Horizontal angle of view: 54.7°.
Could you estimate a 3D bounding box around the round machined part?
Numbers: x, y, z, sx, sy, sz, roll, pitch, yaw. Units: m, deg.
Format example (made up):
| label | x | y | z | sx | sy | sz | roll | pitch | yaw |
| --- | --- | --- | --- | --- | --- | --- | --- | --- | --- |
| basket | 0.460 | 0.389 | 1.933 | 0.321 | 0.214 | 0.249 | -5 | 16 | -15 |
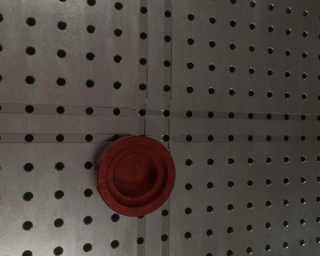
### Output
| label | x | y | z | sx | sy | sz | roll | pitch | yaw |
| --- | --- | --- | --- | --- | --- | --- | --- | --- | --- |
| round machined part | -0.034 | 0.058 | 0.392 | 0.099 | 0.042 | 0.097 | 0 | 90 | -21 |
